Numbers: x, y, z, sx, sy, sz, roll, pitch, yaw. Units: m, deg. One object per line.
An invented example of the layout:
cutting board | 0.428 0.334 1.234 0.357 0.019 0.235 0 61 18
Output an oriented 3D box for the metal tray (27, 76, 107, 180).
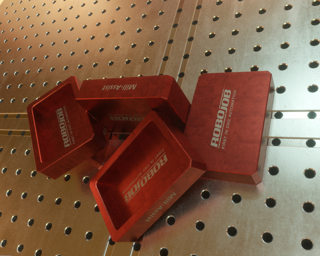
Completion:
metal tray | -0.135 -0.004 0.436 0.090 0.030 0.130 -32 52 6

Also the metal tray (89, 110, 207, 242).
metal tray | -0.020 0.055 0.356 0.130 0.030 0.090 -48 50 16

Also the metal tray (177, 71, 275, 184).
metal tray | 0.079 -0.005 0.365 0.090 0.030 0.130 3 63 29

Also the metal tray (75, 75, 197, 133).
metal tray | -0.029 -0.026 0.395 0.130 0.090 0.030 2 63 28

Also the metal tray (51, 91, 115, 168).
metal tray | -0.116 -0.007 0.468 0.090 0.030 0.130 -1 62 27
